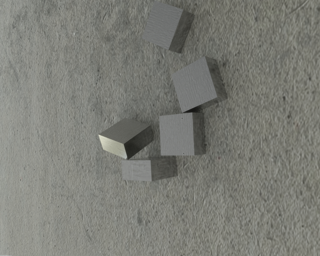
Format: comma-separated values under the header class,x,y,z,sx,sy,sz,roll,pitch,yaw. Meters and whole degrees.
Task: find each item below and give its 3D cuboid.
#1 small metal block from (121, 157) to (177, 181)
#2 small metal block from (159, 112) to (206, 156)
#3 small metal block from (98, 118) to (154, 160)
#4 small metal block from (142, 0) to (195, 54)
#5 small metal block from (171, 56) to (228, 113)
class,x,y,z,sx,sy,sz,roll,pitch,yaw
small metal block,-0.013,0.052,0.400,0.050,0.050,0.025,-5,87,40
small metal block,0.027,0.008,0.382,0.050,0.025,0.050,-5,87,40
small metal block,-0.046,0.013,0.423,0.050,0.050,0.025,17,130,39
small metal block,0.010,-0.129,0.397,0.050,0.025,0.050,33,111,35
small metal block,0.046,-0.049,0.367,0.050,0.025,0.050,-24,75,37
